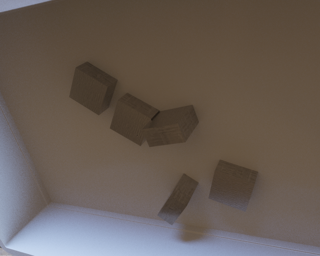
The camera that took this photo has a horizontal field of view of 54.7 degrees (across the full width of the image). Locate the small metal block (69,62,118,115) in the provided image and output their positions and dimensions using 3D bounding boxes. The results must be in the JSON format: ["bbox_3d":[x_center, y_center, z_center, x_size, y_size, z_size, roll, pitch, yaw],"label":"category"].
[{"bbox_3d":[-0.091,-0.054,0.422,0.050,0.025,0.050,31,128,7],"label":"small metal block"}]

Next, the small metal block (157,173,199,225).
[{"bbox_3d":[0.026,0.101,0.440,0.025,0.050,0.050,33,128,7],"label":"small metal block"}]

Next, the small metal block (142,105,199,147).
[{"bbox_3d":[0.014,-0.003,0.382,0.050,0.050,0.025,-9,114,32],"label":"small metal block"}]

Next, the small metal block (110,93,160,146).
[{"bbox_3d":[-0.035,-0.011,0.419,0.050,0.025,0.050,29,128,9],"label":"small metal block"}]

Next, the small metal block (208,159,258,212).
[{"bbox_3d":[0.095,0.075,0.404,0.050,0.025,0.050,17,125,18],"label":"small metal block"}]
